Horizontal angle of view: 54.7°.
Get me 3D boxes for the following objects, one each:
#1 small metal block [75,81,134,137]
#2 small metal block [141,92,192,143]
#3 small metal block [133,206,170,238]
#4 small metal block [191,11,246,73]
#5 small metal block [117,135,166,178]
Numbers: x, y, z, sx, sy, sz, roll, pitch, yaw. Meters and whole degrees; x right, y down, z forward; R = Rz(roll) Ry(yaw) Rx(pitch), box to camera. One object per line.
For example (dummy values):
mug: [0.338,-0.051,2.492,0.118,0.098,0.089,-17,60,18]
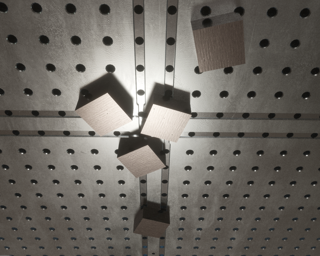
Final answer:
small metal block: [-0.069,-0.023,0.391,0.050,0.025,0.050,-26,126,20]
small metal block: [0.007,-0.013,0.401,0.050,0.025,0.050,15,128,-13]
small metal block: [-0.015,0.170,0.556,0.050,0.025,0.050,17,128,-15]
small metal block: [0.063,-0.092,0.334,0.050,0.025,0.050,-10,130,8]
small metal block: [-0.026,0.041,0.446,0.050,0.025,0.050,-24,127,18]
